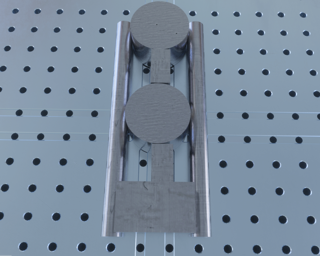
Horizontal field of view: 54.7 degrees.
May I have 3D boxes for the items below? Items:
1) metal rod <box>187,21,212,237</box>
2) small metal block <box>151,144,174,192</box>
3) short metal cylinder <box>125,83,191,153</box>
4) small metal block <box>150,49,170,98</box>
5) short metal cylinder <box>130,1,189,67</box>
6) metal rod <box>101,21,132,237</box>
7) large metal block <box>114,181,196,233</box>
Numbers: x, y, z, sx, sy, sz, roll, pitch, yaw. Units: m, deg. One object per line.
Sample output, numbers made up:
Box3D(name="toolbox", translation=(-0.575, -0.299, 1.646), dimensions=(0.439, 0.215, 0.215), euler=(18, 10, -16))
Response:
Box3D(name="metal rod", translation=(0.051, -0.012, 0.415), dimensions=(0.025, 0.025, 0.299), euler=(1, 70, 0))
Box3D(name="small metal block", translation=(0.003, 0.050, 0.379), dimensions=(0.025, 0.050, 0.050), euler=(0, 70, 0))
Box3D(name="short metal cylinder", translation=(-0.003, -0.011, 0.402), dimensions=(0.081, 0.050, 0.080), euler=(0, 70, 0))
Box3D(name="small metal block", translation=(0.001, -0.072, 0.423), dimensions=(0.025, 0.050, 0.050), euler=(1, 70, 0))
Box3D(name="short metal cylinder", translation=(0.000, -0.133, 0.446), dimensions=(0.081, 0.050, 0.080), euler=(0, 70, 0))
Box3D(name="metal rod", translation=(-0.055, -0.013, 0.415), dimensions=(0.025, 0.025, 0.299), euler=(1, 70, 0))
Box3D(name="large metal block", translation=(-0.005, 0.092, 0.349), dimensions=(0.080, 0.080, 0.050), euler=(1, 70, 0))
